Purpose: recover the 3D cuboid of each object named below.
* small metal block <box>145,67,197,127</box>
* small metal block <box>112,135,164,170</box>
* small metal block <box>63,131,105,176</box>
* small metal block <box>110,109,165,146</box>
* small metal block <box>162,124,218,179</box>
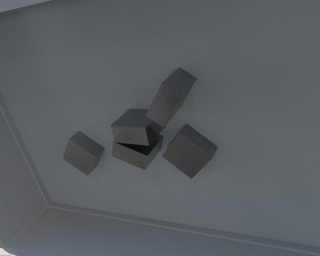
[{"bbox_3d":[0.013,-0.036,0.362,0.025,0.050,0.050,34,129,6],"label":"small metal block"},{"bbox_3d":[-0.030,0.024,0.422,0.050,0.050,0.025,21,126,15],"label":"small metal block"},{"bbox_3d":[-0.123,0.041,0.496,0.050,0.025,0.050,34,129,5],"label":"small metal block"},{"bbox_3d":[-0.028,-0.003,0.404,0.050,0.050,0.025,4,120,26],"label":"small metal block"},{"bbox_3d":[0.039,0.031,0.407,0.050,0.025,0.050,37,129,2],"label":"small metal block"}]
